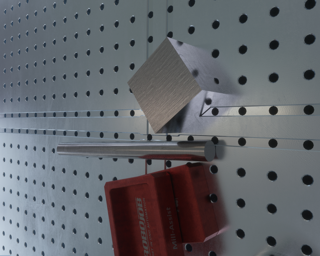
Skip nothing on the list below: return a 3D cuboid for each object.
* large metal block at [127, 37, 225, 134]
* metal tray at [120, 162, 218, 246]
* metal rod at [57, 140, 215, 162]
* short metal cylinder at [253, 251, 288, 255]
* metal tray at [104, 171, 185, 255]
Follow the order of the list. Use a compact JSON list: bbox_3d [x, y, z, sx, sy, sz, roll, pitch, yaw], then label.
[{"bbox_3d":[0.017,-0.049,0.379,0.080,0.050,0.080,-43,64,31],"label":"large metal block"},{"bbox_3d":[0.004,0.102,0.403,0.130,0.030,0.090,-20,77,38],"label":"metal tray"},{"bbox_3d":[-0.057,0.032,0.456,0.300,0.025,0.025,-3,88,40],"label":"metal rod"},{"bbox_3d":[0.108,0.170,0.304,0.080,0.050,0.079,0,90,40],"label":"short metal cylinder"},{"bbox_3d":[-0.020,0.125,0.382,0.090,0.030,0.129,-17,79,38],"label":"metal tray"}]
